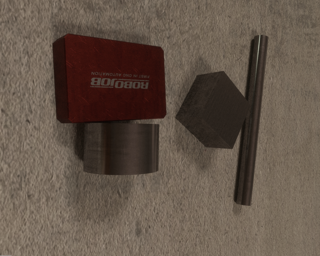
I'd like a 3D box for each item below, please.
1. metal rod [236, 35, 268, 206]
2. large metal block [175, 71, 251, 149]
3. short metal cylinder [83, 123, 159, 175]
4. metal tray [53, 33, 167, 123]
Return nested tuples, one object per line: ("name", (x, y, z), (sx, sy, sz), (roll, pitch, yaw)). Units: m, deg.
("metal rod", (0.163, -0.017, 0.544), (0.025, 0.025, 0.298), (13, 81, -40))
("large metal block", (0.081, -0.025, 0.459), (0.080, 0.050, 0.080), (42, 64, -32))
("short metal cylinder", (-0.041, 0.020, 0.336), (0.081, 0.080, 0.050), (1, 90, -40))
("metal tray", (-0.052, -0.053, 0.359), (0.131, 0.030, 0.089), (-4, 93, -40))
